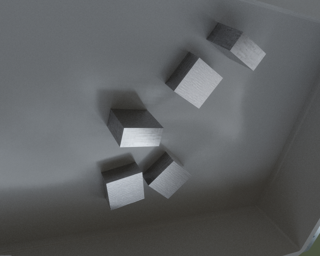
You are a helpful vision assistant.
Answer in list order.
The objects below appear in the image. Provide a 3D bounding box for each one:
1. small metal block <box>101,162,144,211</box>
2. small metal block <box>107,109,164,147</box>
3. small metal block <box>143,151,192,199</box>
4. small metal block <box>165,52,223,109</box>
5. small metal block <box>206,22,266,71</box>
[{"bbox_3d":[-0.051,0.081,0.432,0.050,0.025,0.050,-16,125,-20],"label":"small metal block"},{"bbox_3d":[-0.031,-0.001,0.376,0.050,0.050,0.025,0,118,-29],"label":"small metal block"},{"bbox_3d":[0.011,0.071,0.460,0.050,0.025,0.050,-45,130,3],"label":"small metal block"},{"bbox_3d":[0.044,-0.060,0.397,0.050,0.025,0.050,30,102,-38],"label":"small metal block"},{"bbox_3d":[0.094,-0.101,0.383,0.050,0.050,0.025,26,104,-38],"label":"small metal block"}]
